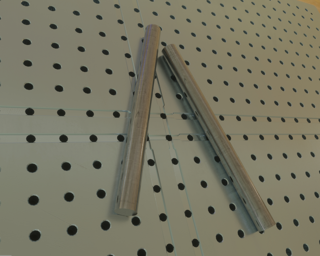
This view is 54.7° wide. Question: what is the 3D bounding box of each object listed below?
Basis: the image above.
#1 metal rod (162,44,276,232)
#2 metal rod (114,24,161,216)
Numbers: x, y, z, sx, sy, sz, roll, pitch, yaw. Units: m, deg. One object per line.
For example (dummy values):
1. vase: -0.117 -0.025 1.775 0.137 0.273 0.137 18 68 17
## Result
1. metal rod: 0.077 0.002 0.450 0.025 0.025 0.299 -14 69 -34
2. metal rod: -0.024 -0.033 0.416 0.025 0.025 0.300 18 54 -18
